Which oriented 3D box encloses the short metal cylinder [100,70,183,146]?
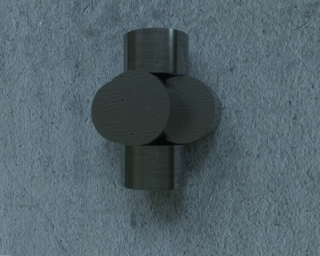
[{"bbox_3d":[-0.019,-0.021,0.349,0.080,0.050,0.079,0,90,19],"label":"short metal cylinder"}]

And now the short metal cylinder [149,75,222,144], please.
[{"bbox_3d":[0.033,-0.022,0.385,0.080,0.050,0.079,0,90,19],"label":"short metal cylinder"}]

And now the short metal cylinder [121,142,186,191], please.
[{"bbox_3d":[-0.008,0.044,0.383,0.080,0.080,0.050,0,90,19],"label":"short metal cylinder"}]

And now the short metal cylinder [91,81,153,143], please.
[{"bbox_3d":[-0.043,-0.021,0.411,0.080,0.050,0.079,0,90,19],"label":"short metal cylinder"}]

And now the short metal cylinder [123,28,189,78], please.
[{"bbox_3d":[-0.005,-0.086,0.382,0.080,0.080,0.050,0,90,19],"label":"short metal cylinder"}]
